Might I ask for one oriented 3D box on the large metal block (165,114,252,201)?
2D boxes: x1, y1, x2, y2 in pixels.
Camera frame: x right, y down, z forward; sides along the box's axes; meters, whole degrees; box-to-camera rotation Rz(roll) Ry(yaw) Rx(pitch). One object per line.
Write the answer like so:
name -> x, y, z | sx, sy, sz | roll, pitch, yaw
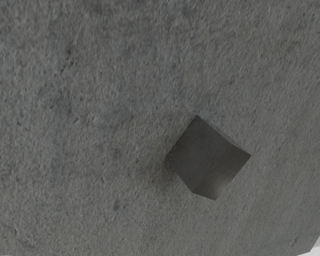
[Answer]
large metal block -> 0.064, 0.040, 0.433 | 0.050, 0.080, 0.080 | 28, 103, -38
